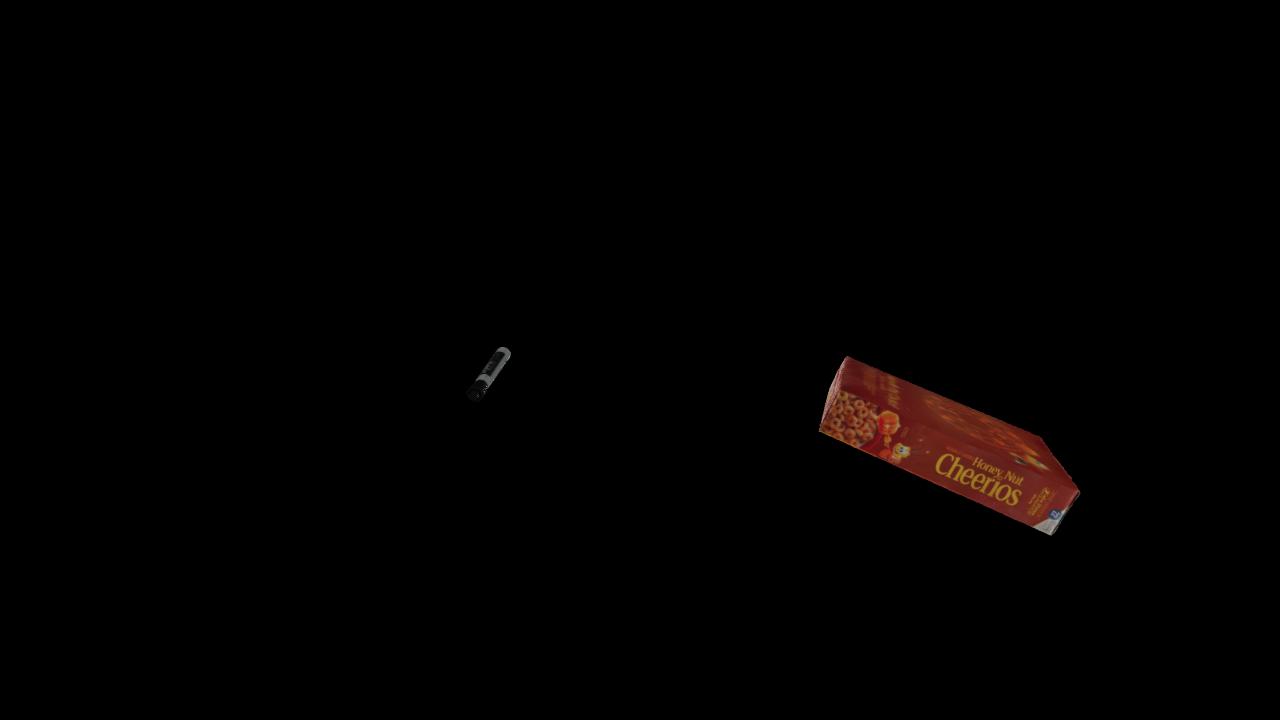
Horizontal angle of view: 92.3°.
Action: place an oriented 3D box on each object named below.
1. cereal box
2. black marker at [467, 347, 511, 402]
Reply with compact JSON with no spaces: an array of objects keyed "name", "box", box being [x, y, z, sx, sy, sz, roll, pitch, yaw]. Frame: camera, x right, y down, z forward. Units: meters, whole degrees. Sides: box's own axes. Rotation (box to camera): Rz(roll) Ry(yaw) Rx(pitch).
[{"name":"cereal box","box":[0.415,0.105,0.863,0.306,0.081,0.203,25,20,13]},{"name":"black marker","box":[-0.180,0.016,0.737,0.020,0.020,0.121,0,24,5]}]
